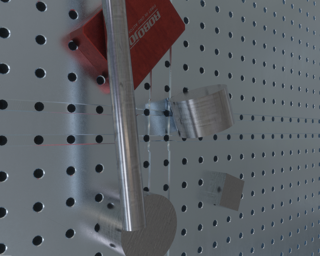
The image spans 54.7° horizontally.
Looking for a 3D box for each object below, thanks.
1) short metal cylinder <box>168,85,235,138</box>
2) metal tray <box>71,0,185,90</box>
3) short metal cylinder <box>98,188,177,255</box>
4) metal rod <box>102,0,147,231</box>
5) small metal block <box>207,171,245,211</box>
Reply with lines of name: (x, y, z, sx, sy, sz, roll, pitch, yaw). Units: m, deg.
short metal cylinder: (0.057, -0.024, 0.421, 0.081, 0.080, 0.050, -26, 107, -37)
metal tray: (-0.032, -0.118, 0.379, 0.090, 0.030, 0.130, 51, 60, -28)
short metal cylinder: (-0.026, 0.115, 0.371, 0.081, 0.050, 0.079, 0, 90, -40)
metal rod: (-0.040, -0.046, 0.325, 0.025, 0.025, 0.298, -4, 88, -40)
small metal block: (0.107, 0.102, 0.499, 0.050, 0.025, 0.050, 26, 74, -37)
